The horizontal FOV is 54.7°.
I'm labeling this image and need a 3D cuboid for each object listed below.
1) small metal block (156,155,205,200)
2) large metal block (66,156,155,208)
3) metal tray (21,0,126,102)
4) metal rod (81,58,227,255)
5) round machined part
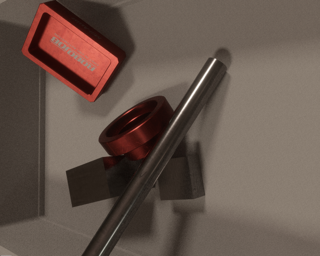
[{"bbox_3d":[0.025,0.062,0.385,0.050,0.025,0.050,-13,82,39],"label":"small metal block"},{"bbox_3d":[-0.068,0.070,0.425,0.080,0.081,0.050,-22,76,37],"label":"large metal block"},{"bbox_3d":[-0.127,-0.110,0.455,0.130,0.030,0.090,36,122,-6],"label":"metal tray"},{"bbox_3d":[-0.015,0.052,0.341,0.025,0.025,0.299,29,84,36],"label":"metal rod"},{"bbox_3d":[-0.025,0.004,0.390,0.098,0.098,0.042,-18,114,38],"label":"round machined part"}]
